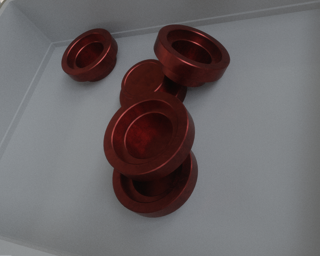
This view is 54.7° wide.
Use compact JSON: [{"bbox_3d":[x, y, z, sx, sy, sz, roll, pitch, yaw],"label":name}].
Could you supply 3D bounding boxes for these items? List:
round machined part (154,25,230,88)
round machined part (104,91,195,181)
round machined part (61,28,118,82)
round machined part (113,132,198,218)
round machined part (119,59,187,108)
[{"bbox_3d":[0.038,-0.091,0.408,0.099,0.042,0.098,13,43,-13],"label":"round machined part"},{"bbox_3d":[-0.008,0.012,0.337,0.098,0.042,0.098,-13,56,20],"label":"round machined part"},{"bbox_3d":[-0.113,-0.117,0.524,0.098,0.042,0.098,-13,56,20],"label":"round machined part"},{"bbox_3d":[-0.002,0.055,0.361,0.098,0.042,0.098,-13,56,20],"label":"round machined part"},{"bbox_3d":[-0.015,-0.058,0.437,0.098,0.042,0.098,-13,56,20],"label":"round machined part"}]
